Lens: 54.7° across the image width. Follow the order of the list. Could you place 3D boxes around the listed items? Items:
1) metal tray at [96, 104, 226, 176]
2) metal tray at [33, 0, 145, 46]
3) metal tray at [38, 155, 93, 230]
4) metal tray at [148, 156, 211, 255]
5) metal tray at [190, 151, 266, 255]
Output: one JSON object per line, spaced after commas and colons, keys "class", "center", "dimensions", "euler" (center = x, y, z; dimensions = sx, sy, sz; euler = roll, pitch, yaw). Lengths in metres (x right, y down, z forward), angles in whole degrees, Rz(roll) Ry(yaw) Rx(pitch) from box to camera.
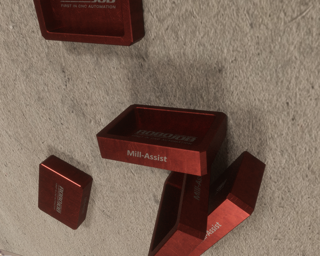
{"class": "metal tray", "center": [0.004, 0.008, 0.366], "dimensions": [0.130, 0.090, 0.030], "euler": [7, 122, 24]}
{"class": "metal tray", "center": [-0.085, -0.146, 0.356], "dimensions": [0.130, 0.030, 0.089], "euler": [10, 123, 22]}
{"class": "metal tray", "center": [-0.177, 0.121, 0.569], "dimensions": [0.090, 0.030, 0.129], "euler": [27, 128, 11]}
{"class": "metal tray", "center": [0.026, 0.093, 0.379], "dimensions": [0.030, 0.130, 0.089], "euler": [24, 129, -7]}
{"class": "metal tray", "center": [0.073, 0.098, 0.385], "dimensions": [0.030, 0.090, 0.129], "euler": [36, 129, 4]}
